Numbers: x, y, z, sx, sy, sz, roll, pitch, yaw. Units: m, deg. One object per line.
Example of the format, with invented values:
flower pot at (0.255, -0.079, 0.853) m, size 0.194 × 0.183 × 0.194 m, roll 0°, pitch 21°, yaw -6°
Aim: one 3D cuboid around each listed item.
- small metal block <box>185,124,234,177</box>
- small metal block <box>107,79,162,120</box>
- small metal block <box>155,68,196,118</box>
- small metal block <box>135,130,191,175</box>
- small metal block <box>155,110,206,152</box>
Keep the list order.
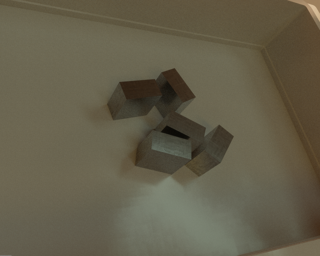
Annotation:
small metal block at (0.065, 0.030, 0.408) m, size 0.025 × 0.050 × 0.050 m, roll 39°, pitch 51°, yaw -3°
small metal block at (-0.033, -0.036, 0.395) m, size 0.050 × 0.050 × 0.025 m, roll -11°, pitch 68°, yaw -33°
small metal block at (0.014, -0.045, 0.426) m, size 0.025 × 0.050 × 0.050 m, roll -26°, pitch 76°, yaw -37°
small metal block at (0.004, 0.031, 0.374) m, size 0.050 × 0.050 × 0.025 m, roll 16°, pitch 55°, yaw -20°
small metal block at (0.023, 0.010, 0.397) m, size 0.050 × 0.050 × 0.025 m, roll 27°, pitch 52°, yaw -12°
